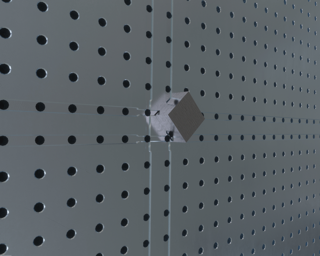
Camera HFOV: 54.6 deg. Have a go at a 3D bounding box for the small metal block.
[{"bbox_3d":[0.030,-0.015,0.433,0.050,0.025,0.050,-49,119,-29],"label":"small metal block"}]
